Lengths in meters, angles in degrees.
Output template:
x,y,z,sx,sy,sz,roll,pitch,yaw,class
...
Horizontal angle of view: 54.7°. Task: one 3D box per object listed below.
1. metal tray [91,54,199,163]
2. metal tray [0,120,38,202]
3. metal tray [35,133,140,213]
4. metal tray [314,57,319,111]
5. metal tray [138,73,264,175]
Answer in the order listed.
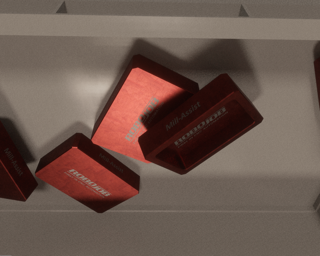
x,y,z,sx,sy,sz,roll,pitch,yaw,class
-0.020,-0.017,0.391,0.091,0.030,0.129,23,126,-19,metal tray
-0.233,0.042,0.418,0.090,0.030,0.129,3,130,18,metal tray
-0.105,0.073,0.466,0.090,0.030,0.130,-33,124,24,metal tray
0.224,-0.023,0.323,0.030,0.130,0.090,-32,127,-2,metal tray
0.050,0.002,0.376,0.130,0.030,0.090,-37,143,17,metal tray
